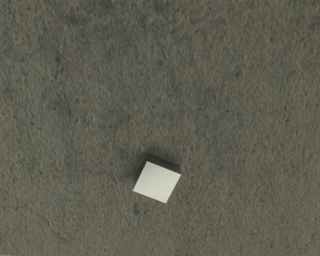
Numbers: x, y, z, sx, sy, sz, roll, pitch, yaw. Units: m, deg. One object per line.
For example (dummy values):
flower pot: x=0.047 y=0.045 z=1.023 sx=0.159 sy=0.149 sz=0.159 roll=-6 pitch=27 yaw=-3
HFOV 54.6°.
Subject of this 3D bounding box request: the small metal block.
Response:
small metal block: x=-0.004 y=0.071 z=0.436 sx=0.050 sy=0.025 sz=0.050 roll=23 pitch=108 yaw=-8
